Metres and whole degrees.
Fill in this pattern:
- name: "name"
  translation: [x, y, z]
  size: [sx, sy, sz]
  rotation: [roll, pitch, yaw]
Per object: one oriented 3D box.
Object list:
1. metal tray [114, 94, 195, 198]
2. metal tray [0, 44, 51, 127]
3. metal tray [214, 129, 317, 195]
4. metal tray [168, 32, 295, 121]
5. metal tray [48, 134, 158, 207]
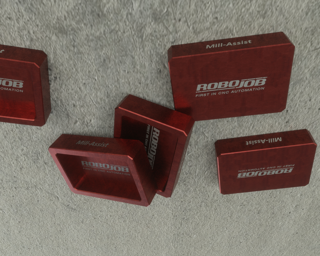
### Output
- name: "metal tray"
  translation: [-0.014, 0.028, 0.401]
  size: [0.090, 0.030, 0.129]
  rotation: [21, 134, 11]
- name: "metal tray"
  translation: [-0.199, -0.052, 0.357]
  size: [0.131, 0.030, 0.089]
  rotation: [7, 130, -6]
- name: "metal tray"
  translation: [0.149, 0.052, 0.449]
  size: [0.131, 0.030, 0.090]
  rotation: [-8, 130, 6]
- name: "metal tray"
  translation: [0.079, -0.055, 0.357]
  size: [0.131, 0.030, 0.089]
  rotation: [-6, 130, 5]
- name: "metal tray"
  translation: [-0.075, 0.055, 0.414]
  size: [0.130, 0.030, 0.090]
  rotation: [3, 128, 25]
